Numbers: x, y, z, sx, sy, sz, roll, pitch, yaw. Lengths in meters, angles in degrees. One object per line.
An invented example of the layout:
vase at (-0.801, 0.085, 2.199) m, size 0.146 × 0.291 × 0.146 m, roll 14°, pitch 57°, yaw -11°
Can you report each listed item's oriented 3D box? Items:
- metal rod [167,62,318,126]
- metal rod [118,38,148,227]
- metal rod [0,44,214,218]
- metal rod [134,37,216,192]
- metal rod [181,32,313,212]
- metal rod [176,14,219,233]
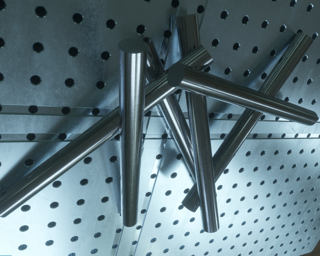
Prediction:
metal rod at (0.129, -0.034, 0.404) m, size 0.302 × 0.025 × 0.025 m, roll 9°, pitch 114°, yaw -40°
metal rod at (-0.035, 0.035, 0.367) m, size 0.025 × 0.025 × 0.298 m, roll -15°, pitch 139°, yaw -20°
metal rod at (-0.069, 0.007, 0.354) m, size 0.300 × 0.025 × 0.025 m, roll -36°, pitch 130°, yaw 5°
metal rod at (0.032, 0.011, 0.434) m, size 0.025 × 0.025 × 0.299 m, roll -33°, pitch 129°, yaw -7°
metal rod at (0.125, -0.005, 0.455) m, size 0.025 × 0.025 × 0.299 m, roll 30°, pitch 95°, yaw -38°
metal rod at (0.053, 0.010, 0.404) m, size 0.025 × 0.025 × 0.298 m, roll -17°, pitch 113°, yaw -19°
